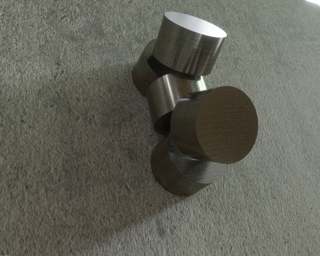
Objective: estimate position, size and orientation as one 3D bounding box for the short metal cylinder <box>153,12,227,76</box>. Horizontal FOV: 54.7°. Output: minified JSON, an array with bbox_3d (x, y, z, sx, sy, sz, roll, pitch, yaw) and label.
[{"bbox_3d":[0.036,-0.107,0.391,0.081,0.050,0.080,15,32,-9],"label":"short metal cylinder"}]

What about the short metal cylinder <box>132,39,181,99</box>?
[{"bbox_3d":[0.006,-0.080,0.442,0.081,0.050,0.080,14,56,-21],"label":"short metal cylinder"}]

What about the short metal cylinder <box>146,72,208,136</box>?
[{"bbox_3d":[0.026,-0.030,0.403,0.081,0.080,0.050,1,61,-28],"label":"short metal cylinder"}]

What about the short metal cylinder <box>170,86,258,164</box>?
[{"bbox_3d":[0.059,-0.003,0.338,0.081,0.050,0.080,0,90,-27],"label":"short metal cylinder"}]

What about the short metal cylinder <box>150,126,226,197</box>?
[{"bbox_3d":[0.034,0.039,0.384,0.081,0.050,0.080,14,56,-21],"label":"short metal cylinder"}]
